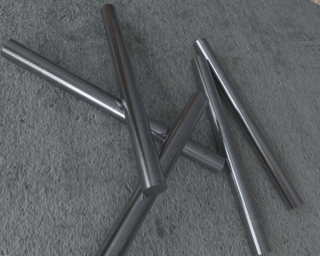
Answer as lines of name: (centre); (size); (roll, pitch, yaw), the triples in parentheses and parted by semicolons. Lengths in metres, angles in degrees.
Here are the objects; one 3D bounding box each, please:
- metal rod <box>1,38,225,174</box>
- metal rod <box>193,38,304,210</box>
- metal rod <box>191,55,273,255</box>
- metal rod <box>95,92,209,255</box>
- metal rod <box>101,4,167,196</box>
metal rod: (-0.050, -0.022, 0.390); (0.301, 0.025, 0.025); (29, 52, -10)
metal rod: (0.130, -0.017, 0.483); (0.025, 0.025, 0.299); (-14, 69, -34)
metal rod: (0.093, 0.021, 0.440); (0.025, 0.025, 0.299); (1, 61, -28)
metal rod: (-0.014, 0.068, 0.333); (0.025, 0.025, 0.301); (35, 57, -5)
metal rod: (-0.041, -0.058, 0.389); (0.025, 0.025, 0.299); (3, 52, -27)
